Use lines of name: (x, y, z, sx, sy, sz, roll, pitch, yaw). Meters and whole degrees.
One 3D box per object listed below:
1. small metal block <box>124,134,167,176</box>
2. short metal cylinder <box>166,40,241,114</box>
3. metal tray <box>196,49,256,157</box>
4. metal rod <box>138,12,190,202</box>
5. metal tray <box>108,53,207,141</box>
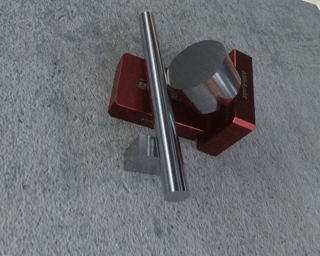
small metal block: (-0.010, 0.033, 0.364, 0.050, 0.050, 0.025, 12, 57, -22)
short metal cylinder: (0.055, -0.065, 0.394, 0.050, 0.080, 0.080, 46, 41, -41)
metal tray: (0.091, -0.036, 0.436, 0.030, 0.090, 0.130, 21, 54, -16)
metal rod: (-0.002, -0.052, 0.387, 0.025, 0.025, 0.300, 10, 48, -23)
metal tray: (0.001, -0.042, 0.429, 0.131, 0.030, 0.090, 17, 55, -19)
